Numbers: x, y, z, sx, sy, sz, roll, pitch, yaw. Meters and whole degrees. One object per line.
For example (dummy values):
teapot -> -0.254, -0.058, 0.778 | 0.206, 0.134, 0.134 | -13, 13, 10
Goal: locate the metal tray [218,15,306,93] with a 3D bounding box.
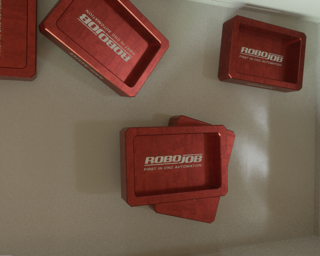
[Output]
metal tray -> 0.155, -0.107, 0.464 | 0.131, 0.030, 0.089 | 6, 88, -20

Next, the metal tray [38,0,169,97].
metal tray -> -0.061, -0.109, 0.368 | 0.130, 0.030, 0.090 | 39, 77, -30

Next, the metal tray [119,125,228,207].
metal tray -> 0.019, 0.042, 0.382 | 0.131, 0.030, 0.089 | -2, 91, -20

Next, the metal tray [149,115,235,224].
metal tray -> 0.044, 0.056, 0.424 | 0.091, 0.030, 0.129 | 17, 84, -19

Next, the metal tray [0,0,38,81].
metal tray -> -0.183, -0.120, 0.339 | 0.091, 0.030, 0.129 | 1, 90, -20
